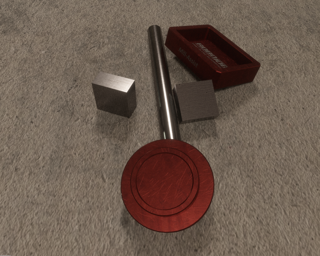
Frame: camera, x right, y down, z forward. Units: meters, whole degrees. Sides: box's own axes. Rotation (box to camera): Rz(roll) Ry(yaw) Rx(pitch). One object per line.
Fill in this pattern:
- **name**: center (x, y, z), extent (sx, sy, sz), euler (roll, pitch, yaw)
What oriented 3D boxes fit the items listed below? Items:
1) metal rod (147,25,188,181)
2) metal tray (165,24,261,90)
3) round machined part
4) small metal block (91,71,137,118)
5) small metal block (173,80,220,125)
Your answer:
- **metal rod**: center (0.005, -0.057, 0.450), extent (0.025, 0.025, 0.300), euler (-4, 50, -4)
- **metal tray**: center (0.079, -0.116, 0.484), extent (0.091, 0.030, 0.130), euler (-15, 50, -31)
- **round machined part**: center (0.007, 0.058, 0.322), extent (0.099, 0.042, 0.098), euler (-2, 71, 7)
- **small metal block**: center (-0.061, -0.045, 0.424), extent (0.050, 0.050, 0.025), euler (16, 52, 13)
- **small metal block**: center (0.048, -0.035, 0.419), extent (0.050, 0.025, 0.050), euler (-9, 81, -8)
